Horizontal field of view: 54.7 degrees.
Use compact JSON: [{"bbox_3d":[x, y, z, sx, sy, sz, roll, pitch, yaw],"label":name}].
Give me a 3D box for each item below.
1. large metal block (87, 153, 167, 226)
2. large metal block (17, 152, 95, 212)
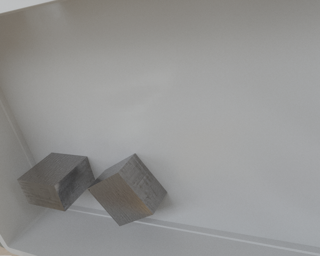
[{"bbox_3d":[-0.051,0.097,0.479,0.080,0.050,0.080,-31,101,38],"label":"large metal block"},{"bbox_3d":[-0.170,0.086,0.517,0.080,0.080,0.050,3,120,27],"label":"large metal block"}]
